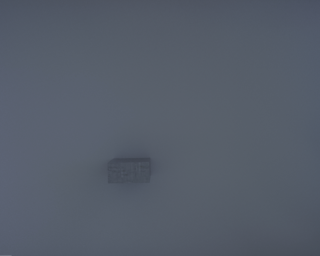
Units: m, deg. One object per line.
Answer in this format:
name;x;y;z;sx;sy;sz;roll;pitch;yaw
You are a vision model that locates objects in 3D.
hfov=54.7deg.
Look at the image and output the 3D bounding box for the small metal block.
small metal block;-0.038;0.054;0.398;0.050;0.050;0.025;-1;90;-1
